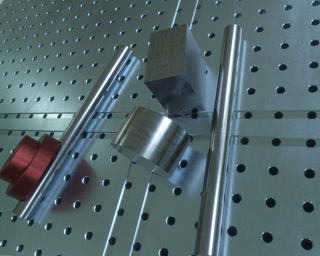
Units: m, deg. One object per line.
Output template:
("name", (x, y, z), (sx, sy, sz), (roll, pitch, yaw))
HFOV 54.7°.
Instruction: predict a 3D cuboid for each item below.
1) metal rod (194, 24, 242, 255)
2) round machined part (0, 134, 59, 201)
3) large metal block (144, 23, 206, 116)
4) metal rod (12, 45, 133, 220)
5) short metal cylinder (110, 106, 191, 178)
("metal rod", (0.075, -0.005, 0.371), (0.025, 0.025, 0.299), (-2, 61, 27))
("round machined part", (-0.189, 0.049, 0.436), (0.098, 0.042, 0.098), (-43, 25, 26))
("large metal block", (0.024, -0.073, 0.404), (0.050, 0.080, 0.080), (-8, 58, 24))
("metal rod", (-0.125, -0.004, 0.474), (0.025, 0.025, 0.300), (17, 70, 34))
("short metal cylinder", (-0.011, 0.018, 0.367), (0.080, 0.080, 0.050), (19, 72, 35))
